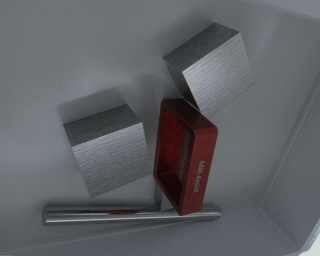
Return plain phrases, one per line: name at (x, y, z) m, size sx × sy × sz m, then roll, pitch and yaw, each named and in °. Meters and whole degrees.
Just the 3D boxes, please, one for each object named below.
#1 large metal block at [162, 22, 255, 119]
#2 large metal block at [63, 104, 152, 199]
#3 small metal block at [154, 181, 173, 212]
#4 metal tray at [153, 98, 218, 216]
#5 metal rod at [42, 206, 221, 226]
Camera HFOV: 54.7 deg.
large metal block at (0.062, -0.070, 0.385) m, size 0.080 × 0.050 × 0.080 m, roll -35°, pitch 129°, yaw -5°
large metal block at (-0.062, 0.027, 0.377) m, size 0.081 × 0.050 × 0.079 m, roll -20°, pitch 127°, yaw -17°
small metal block at (0.020, 0.097, 0.482) m, size 0.050 × 0.025 × 0.050 m, roll -10°, pitch 123°, yaw -24°
metal tray at (0.028, 0.037, 0.406) m, size 0.030 × 0.090 × 0.129 m, roll -8°, pitch 122°, yaw -25°
metal rod at (-0.023, 0.133, 0.480) m, size 0.302 × 0.025 × 0.025 m, roll 9°, pitch 114°, yaw -33°
